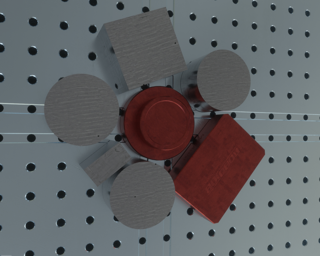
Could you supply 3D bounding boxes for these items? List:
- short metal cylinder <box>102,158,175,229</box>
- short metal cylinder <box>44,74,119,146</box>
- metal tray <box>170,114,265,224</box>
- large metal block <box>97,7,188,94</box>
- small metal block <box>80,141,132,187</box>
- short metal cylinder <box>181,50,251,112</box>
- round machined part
[{"bbox_3d":[-0.028,0.079,0.389,0.081,0.050,0.080,0,90,-20],"label":"short metal cylinder"},{"bbox_3d":[-0.093,-0.020,0.364,0.081,0.050,0.080,0,90,-20],"label":"short metal cylinder"},{"bbox_3d":[0.079,0.055,0.438,0.090,0.030,0.130,42,76,-15],"label":"metal tray"},{"bbox_3d":[-0.023,-0.096,0.391,0.081,0.050,0.080,-23,98,-19],"label":"large metal block"},{"bbox_3d":[-0.067,0.041,0.374,0.050,0.050,0.025,-39,103,-16],"label":"small metal block"},{"bbox_3d":[0.076,-0.062,0.426,0.081,0.050,0.080,0,90,-20],"label":"short metal cylinder"},{"bbox_3d":[0.001,-0.006,0.403,0.099,0.042,0.097,0,90,-20],"label":"round machined part"}]
